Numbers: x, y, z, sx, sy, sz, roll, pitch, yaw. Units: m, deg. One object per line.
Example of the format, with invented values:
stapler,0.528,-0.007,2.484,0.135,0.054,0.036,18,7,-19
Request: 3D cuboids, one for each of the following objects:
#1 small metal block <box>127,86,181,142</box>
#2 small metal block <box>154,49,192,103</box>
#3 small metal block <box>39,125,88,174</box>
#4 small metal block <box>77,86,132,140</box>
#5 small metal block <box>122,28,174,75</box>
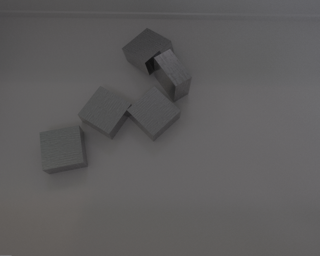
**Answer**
small metal block,-0.008,-0.019,0.416,0.050,0.025,0.050,-42,76,-14
small metal block,0.016,-0.070,0.422,0.025,0.050,0.050,-32,74,-11
small metal block,-0.123,0.028,0.398,0.050,0.025,0.050,-11,70,-4
small metal block,-0.072,-0.020,0.416,0.050,0.025,0.050,31,73,10
small metal block,-0.017,-0.110,0.442,0.050,0.025,0.050,-44,58,-14
